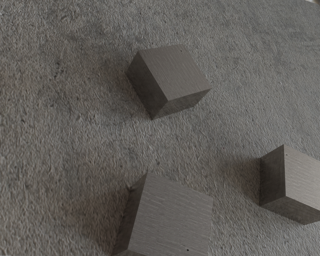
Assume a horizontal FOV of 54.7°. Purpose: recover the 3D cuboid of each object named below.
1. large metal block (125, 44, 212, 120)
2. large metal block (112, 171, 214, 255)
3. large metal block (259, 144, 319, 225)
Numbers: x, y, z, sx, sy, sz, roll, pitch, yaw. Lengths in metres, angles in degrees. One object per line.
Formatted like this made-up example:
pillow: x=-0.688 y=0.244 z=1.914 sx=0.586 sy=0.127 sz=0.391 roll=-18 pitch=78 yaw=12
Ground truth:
large metal block: x=0.011 y=-0.066 z=0.434 sx=0.081 sy=0.050 sz=0.080 roll=-19 pitch=72 yaw=-35
large metal block: x=0.005 y=0.104 z=0.327 sx=0.080 sy=0.050 sz=0.080 roll=24 pitch=53 yaw=-14
large metal block: x=0.191 y=0.081 z=0.441 sx=0.080 sy=0.050 sz=0.080 roll=24 pitch=53 yaw=-14
